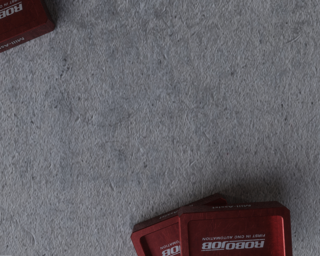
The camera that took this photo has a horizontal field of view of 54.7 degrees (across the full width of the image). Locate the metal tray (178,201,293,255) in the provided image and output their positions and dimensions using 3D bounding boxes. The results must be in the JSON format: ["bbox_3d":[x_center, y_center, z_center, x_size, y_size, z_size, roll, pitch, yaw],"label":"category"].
[{"bbox_3d":[0.090,0.140,0.377,0.131,0.030,0.089,-3,90,0],"label":"metal tray"}]

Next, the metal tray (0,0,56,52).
[{"bbox_3d":[-0.218,-0.150,0.405,0.131,0.030,0.090,-23,90,0],"label":"metal tray"}]

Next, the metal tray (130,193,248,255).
[{"bbox_3d":[0.038,0.152,0.407,0.131,0.030,0.090,-21,90,0],"label":"metal tray"}]
